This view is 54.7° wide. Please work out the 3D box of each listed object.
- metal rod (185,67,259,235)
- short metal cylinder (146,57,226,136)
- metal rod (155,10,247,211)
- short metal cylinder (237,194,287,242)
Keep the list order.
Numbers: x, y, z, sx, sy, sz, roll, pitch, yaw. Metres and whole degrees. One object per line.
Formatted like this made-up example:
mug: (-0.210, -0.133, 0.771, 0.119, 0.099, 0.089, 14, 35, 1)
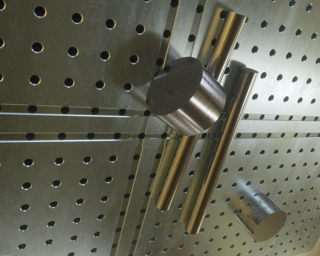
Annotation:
metal rod: (0.091, 0.050, 0.491, 0.025, 0.025, 0.298, 0, 119, -29)
short metal cylinder: (0.030, -0.037, 0.369, 0.080, 0.080, 0.050, -48, 129, 5)
metal rod: (0.049, -0.008, 0.432, 0.025, 0.025, 0.298, 5, 116, -31)
short metal cylinder: (0.202, 0.178, 0.616, 0.081, 0.050, 0.079, -14, 124, -21)
